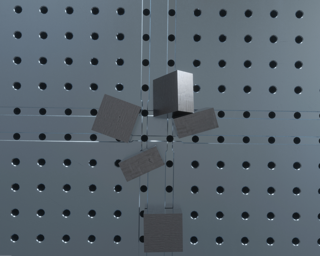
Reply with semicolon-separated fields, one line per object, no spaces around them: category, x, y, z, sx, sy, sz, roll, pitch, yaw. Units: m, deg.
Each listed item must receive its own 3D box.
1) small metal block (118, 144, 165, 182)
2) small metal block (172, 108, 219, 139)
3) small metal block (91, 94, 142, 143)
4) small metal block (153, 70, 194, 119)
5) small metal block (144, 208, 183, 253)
small metal block;-0.022;0.044;0.401;0.050;0.050;0.025;-25;90;0
small metal block;0.044;-0.008;0.400;0.050;0.050;0.025;-16;94;0
small metal block;-0.057;-0.012;0.413;0.050;0.025;0.050;20;90;0
small metal block;0.016;-0.041;0.395;0.025;0.050;0.050;6;80;-37
small metal block;0.004;0.136;0.413;0.050;0.025;0.050;-1;90;0
